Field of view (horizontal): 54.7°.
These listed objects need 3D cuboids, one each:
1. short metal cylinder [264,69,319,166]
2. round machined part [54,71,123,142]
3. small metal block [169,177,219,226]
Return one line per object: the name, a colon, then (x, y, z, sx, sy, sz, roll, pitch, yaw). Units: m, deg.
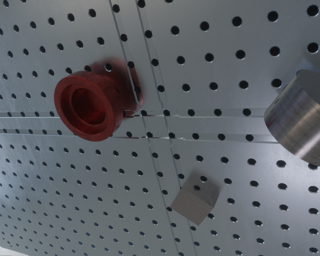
short metal cylinder: (0.148, -0.011, 0.291, 0.080, 0.080, 0.050, 33, 129, 6)
round machined part: (-0.093, -0.033, 0.429, 0.098, 0.042, 0.097, 13, 124, 21)
small metal block: (0.049, 0.108, 0.452, 0.050, 0.025, 0.050, 32, 129, 7)
